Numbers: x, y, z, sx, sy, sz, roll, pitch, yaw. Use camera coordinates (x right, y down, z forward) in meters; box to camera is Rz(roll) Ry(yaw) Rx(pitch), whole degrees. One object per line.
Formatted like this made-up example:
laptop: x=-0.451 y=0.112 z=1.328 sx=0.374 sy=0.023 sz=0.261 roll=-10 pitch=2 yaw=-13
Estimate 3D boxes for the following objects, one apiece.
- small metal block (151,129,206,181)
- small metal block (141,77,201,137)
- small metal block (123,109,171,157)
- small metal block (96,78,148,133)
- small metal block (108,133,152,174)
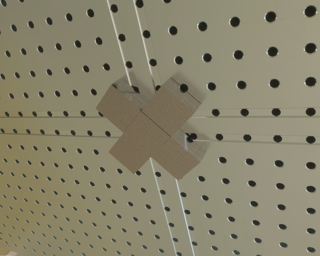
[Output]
small metal block: x=0.025 y=0.036 z=0.419 sx=0.050 sy=0.025 sz=0.050 roll=42 pitch=129 yaw=-1
small metal block: x=0.014 y=-0.025 z=0.387 sx=0.050 sy=0.025 sz=0.050 roll=41 pitch=129 yaw=-1
small metal block: x=-0.013 y=0.003 z=0.417 sx=0.050 sy=0.025 sz=0.050 roll=41 pitch=129 yaw=-1
small metal block: x=-0.051 y=-0.030 z=0.418 sx=0.050 sy=0.025 sz=0.050 roll=42 pitch=129 yaw=-1
small metal block: x=-0.039 y=0.032 z=0.450 sx=0.050 sy=0.025 sz=0.050 roll=41 pitch=129 yaw=-1
